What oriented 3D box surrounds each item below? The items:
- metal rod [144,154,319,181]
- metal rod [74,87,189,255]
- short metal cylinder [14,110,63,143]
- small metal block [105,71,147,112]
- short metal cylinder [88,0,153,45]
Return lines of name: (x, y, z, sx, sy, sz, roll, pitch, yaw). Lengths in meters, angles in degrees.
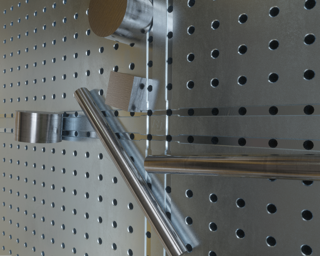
metal rod: (0.102, 0.040, 0.324, 0.300, 0.025, 0.025, -4, 87, 39)
metal rod: (-0.053, 0.051, 0.453, 0.025, 0.025, 0.300, -51, 61, 28)
short metal cylinder: (-0.215, -0.003, 0.551, 0.080, 0.081, 0.050, 8, 95, 39)
small metal block: (-0.050, -0.053, 0.451, 0.050, 0.025, 0.050, 20, 103, 38)
short metal cylinder: (-0.056, -0.164, 0.440, 0.080, 0.050, 0.079, 0, 90, 40)
